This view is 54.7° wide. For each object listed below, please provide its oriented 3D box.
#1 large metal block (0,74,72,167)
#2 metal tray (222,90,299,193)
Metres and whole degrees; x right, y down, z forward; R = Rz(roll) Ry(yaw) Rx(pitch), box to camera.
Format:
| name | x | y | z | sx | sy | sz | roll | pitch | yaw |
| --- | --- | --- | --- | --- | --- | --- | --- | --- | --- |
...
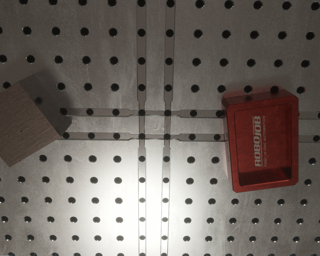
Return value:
| name | x | y | z | sx | sy | sz | roll | pitch | yaw |
| --- | --- | --- | --- | --- | --- | --- | --- | --- | --- |
| large metal block | -0.176 | -0.010 | 0.394 | 0.080 | 0.050 | 0.080 | -30 | 108 | 10 |
| metal tray | 0.136 | 0.020 | 0.420 | 0.091 | 0.030 | 0.129 | -8 | 110 | 2 |
